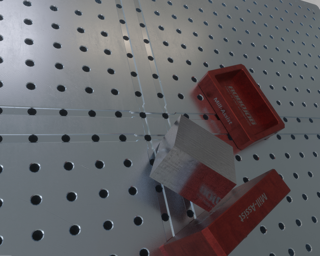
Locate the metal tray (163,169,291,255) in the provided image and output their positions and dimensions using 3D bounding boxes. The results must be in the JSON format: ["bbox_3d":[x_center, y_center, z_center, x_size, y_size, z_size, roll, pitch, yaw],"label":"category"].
[{"bbox_3d":[0.075,0.100,0.345,0.131,0.090,0.030,-26,77,-37],"label":"metal tray"}]

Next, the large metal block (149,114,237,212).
[{"bbox_3d":[0.041,0.039,0.372,0.080,0.050,0.080,32,27,-7],"label":"large metal block"}]

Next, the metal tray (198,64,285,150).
[{"bbox_3d":[0.131,-0.038,0.498,0.091,0.030,0.130,-18,71,-35],"label":"metal tray"}]
